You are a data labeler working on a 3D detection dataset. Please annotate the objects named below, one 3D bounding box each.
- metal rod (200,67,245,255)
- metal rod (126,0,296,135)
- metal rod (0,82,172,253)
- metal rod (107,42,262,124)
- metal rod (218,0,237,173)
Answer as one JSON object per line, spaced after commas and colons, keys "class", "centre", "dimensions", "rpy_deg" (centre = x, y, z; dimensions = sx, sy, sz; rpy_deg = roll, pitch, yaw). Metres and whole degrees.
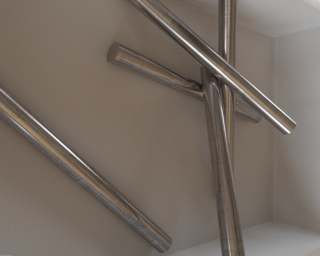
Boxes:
{"class": "metal rod", "centre": [0.076, 0.050, 0.380], "dimensions": [0.025, 0.025, 0.299], "rpy_deg": [19, 58, -39]}
{"class": "metal rod", "centre": [0.072, -0.087, 0.411], "dimensions": [0.301, 0.025, 0.025], "rpy_deg": [37, 66, -16]}
{"class": "metal rod", "centre": [-0.080, 0.054, 0.339], "dimensions": [0.300, 0.025, 0.025], "rpy_deg": [50, 61, -29]}
{"class": "metal rod", "centre": [0.058, -0.054, 0.454], "dimensions": [0.302, 0.025, 0.025], "rpy_deg": [17, 79, -39]}
{"class": "metal rod", "centre": [0.098, -0.030, 0.457], "dimensions": [0.025, 0.025, 0.298], "rpy_deg": [-15, 109, -39]}
